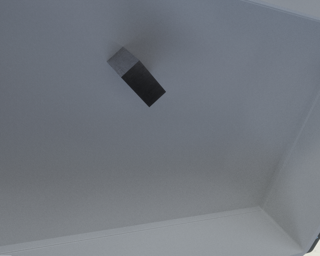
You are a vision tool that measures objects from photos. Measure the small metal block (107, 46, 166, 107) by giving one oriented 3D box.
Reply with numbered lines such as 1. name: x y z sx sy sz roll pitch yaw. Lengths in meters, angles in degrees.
1. small metal block: -0.026 -0.057 0.342 0.025 0.050 0.050 -43 129 1
